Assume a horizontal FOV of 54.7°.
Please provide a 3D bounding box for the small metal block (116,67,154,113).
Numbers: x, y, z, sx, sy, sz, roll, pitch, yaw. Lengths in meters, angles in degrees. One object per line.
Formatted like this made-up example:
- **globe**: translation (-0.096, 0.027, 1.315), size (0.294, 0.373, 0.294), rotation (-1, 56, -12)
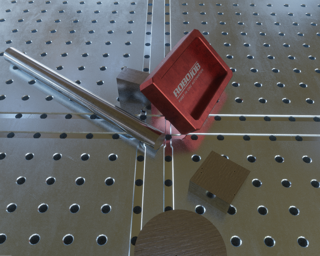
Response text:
- **small metal block**: translation (-0.031, -0.053, 0.436), size (0.050, 0.050, 0.025), rotation (17, 52, 13)

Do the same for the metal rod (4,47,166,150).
- **metal rod**: translation (-0.122, -0.051, 0.448), size (0.300, 0.025, 0.025), rotation (29, 56, 22)

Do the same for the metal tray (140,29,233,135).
- **metal tray**: translation (0.042, -0.066, 0.427), size (0.090, 0.030, 0.130), rotation (46, 54, -15)

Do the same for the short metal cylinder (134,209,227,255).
- **short metal cylinder**: translation (0.018, 0.124, 0.288), size (0.081, 0.050, 0.080), rotation (0, 50, 0)

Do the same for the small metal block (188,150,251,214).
- **small metal block**: translation (0.068, 0.061, 0.357), size (0.050, 0.025, 0.050), rotation (29, 55, 22)
